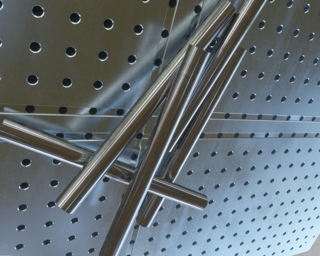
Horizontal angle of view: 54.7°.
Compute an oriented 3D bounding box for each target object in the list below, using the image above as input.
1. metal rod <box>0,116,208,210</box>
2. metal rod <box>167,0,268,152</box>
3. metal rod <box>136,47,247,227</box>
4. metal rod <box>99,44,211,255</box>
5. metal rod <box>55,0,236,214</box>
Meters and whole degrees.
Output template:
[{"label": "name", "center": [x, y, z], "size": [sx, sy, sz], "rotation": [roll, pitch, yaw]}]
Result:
[{"label": "metal rod", "center": [-0.051, 0.056, 0.398], "size": [0.301, 0.025, 0.025], "rotation": [27, 104, -31]}, {"label": "metal rod", "center": [0.079, -0.096, 0.387], "size": [0.025, 0.025, 0.298], "rotation": [18, 112, -36]}, {"label": "metal rod", "center": [0.038, 0.021, 0.446], "size": [0.025, 0.025, 0.298], "rotation": [15, 111, -35]}, {"label": "metal rod", "center": [-0.014, 0.045, 0.376], "size": [0.025, 0.025, 0.298], "rotation": [11, 112, -34]}, {"label": "metal rod", "center": [-0.014, -0.028, 0.359], "size": [0.300, 0.025, 0.025], "rotation": [-51, 130, -4]}]
